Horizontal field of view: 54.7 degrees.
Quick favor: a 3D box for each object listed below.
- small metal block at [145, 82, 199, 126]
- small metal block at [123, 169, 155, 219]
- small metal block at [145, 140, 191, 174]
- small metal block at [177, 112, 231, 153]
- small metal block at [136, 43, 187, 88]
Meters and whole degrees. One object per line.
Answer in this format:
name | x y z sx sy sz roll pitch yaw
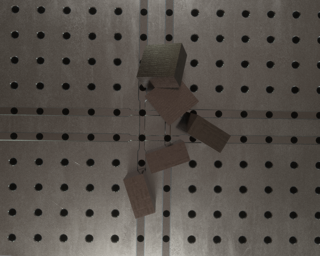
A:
small metal block | 0.015 -0.038 0.414 0.050 0.025 0.050 -39 90 0
small metal block | -0.025 0.083 0.401 0.025 0.050 0.050 -18 90 0
small metal block | 0.009 0.036 0.401 0.050 0.050 0.025 -19 90 0
small metal block | 0.054 0.004 0.397 0.050 0.050 0.025 31 90 -14
small metal block | 0.003 -0.080 0.396 0.050 0.025 0.050 3 66 23
